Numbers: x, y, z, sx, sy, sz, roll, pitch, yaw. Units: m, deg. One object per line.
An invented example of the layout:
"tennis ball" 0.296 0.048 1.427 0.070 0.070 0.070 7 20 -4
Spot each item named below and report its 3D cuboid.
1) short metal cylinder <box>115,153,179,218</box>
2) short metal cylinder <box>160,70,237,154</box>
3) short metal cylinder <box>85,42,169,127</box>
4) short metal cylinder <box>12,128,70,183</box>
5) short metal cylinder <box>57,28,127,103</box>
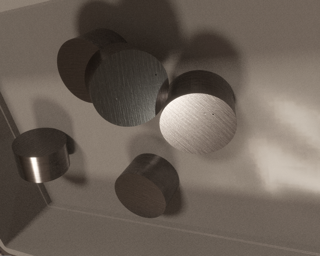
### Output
"short metal cylinder" -0.018 0.084 0.453 0.080 0.050 0.079 13 124 20
"short metal cylinder" 0.043 -0.017 0.344 0.080 0.050 0.079 4 128 5
"short metal cylinder" -0.037 -0.047 0.331 0.081 0.050 0.079 -8 115 -17
"short metal cylinder" -0.188 0.042 0.496 0.080 0.080 0.050 16 125 19
"short metal cylinder" -0.078 -0.077 0.384 0.080 0.050 0.079 13 124 21
